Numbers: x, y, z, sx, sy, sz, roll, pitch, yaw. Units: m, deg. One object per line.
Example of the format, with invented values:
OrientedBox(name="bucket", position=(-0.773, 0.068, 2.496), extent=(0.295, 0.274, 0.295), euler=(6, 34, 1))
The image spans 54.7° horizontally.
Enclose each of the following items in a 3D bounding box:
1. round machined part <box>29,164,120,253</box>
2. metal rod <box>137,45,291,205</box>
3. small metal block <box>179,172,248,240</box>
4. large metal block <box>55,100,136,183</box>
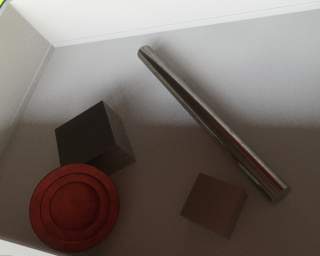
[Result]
OrientedBox(name="round machined part", position=(-0.101, 0.092, 0.367), extent=(0.098, 0.098, 0.042), euler=(-65, 15, -18))
OrientedBox(name="metal rod", position=(0.047, -0.026, 0.396), extent=(0.025, 0.025, 0.300), euler=(-39, 51, 2))
OrientedBox(name="small metal block", position=(0.057, 0.081, 0.325), extent=(0.050, 0.025, 0.050), euler=(17, 70, 34))
OrientedBox(name="large metal block", position=(-0.089, 0.023, 0.421), extent=(0.080, 0.050, 0.080), euler=(-30, 52, 8))
